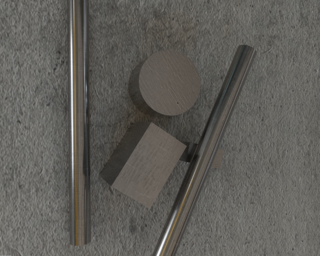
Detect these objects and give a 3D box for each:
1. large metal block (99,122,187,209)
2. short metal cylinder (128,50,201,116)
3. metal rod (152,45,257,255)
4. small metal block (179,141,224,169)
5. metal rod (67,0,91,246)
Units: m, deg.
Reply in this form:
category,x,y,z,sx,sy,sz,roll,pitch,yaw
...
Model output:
category,x,y,z,sx,sy,sz,roll,pitch,yaw
large metal block,-0.024,0.040,0.372,0.050,0.080,0.080,35,79,-17
short metal cylinder,0.005,-0.055,0.398,0.081,0.050,0.079,0,90,-21
metal rod,0.053,0.036,0.376,0.025,0.025,0.299,26,82,-19
small metal block,0.049,0.035,0.415,0.050,0.050,0.025,13,86,-20
metal rod,-0.097,-0.012,0.373,0.025,0.025,0.298,-1,90,-20
